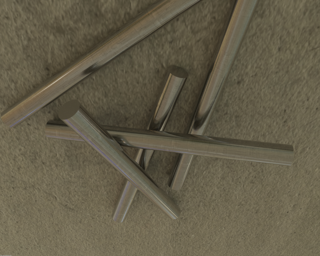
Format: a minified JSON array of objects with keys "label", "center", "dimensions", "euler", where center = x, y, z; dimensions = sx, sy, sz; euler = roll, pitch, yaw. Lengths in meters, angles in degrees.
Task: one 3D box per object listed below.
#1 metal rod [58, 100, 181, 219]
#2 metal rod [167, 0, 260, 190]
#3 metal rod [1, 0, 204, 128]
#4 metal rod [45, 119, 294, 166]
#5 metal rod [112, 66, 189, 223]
[{"label":"metal rod","center":[-0.033,0.063,0.420],"dimensions":[0.025,0.025,0.300],"euler":[-18,140,14]},{"label":"metal rod","center":[0.055,-0.024,0.387],"dimensions":[0.025,0.025,0.298],"euler":[9,130,-8]},{"label":"metal rod","center":[-0.068,-0.078,0.339],"dimensions":[0.300,0.025,0.025],"euler":[-28,125,21]},{"label":"metal rod","center":[0.004,0.016,0.383],"dimensions":[0.301,0.025,0.025],"euler":[6,131,9]},{"label":"metal rod","center":[-0.025,0.044,0.444],"dimensions":[0.025,0.025,0.298],"euler":[14,129,-12]}]
